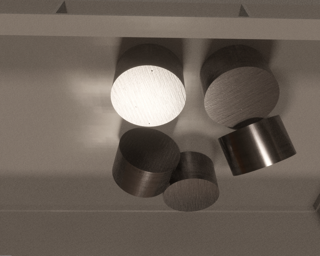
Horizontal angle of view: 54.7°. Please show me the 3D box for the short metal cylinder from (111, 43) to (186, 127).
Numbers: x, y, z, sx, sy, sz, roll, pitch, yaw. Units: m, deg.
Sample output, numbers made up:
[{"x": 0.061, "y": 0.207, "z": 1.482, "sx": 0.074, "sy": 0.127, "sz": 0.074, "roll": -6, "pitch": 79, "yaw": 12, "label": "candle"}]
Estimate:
[{"x": -0.013, "y": -0.048, "z": 0.352, "sx": 0.081, "sy": 0.050, "sz": 0.079, "roll": 0, "pitch": 130, "yaw": 0, "label": "short metal cylinder"}]

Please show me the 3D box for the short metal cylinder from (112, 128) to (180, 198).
[{"x": -0.019, "y": 0.045, "z": 0.411, "sx": 0.081, "sy": 0.080, "sz": 0.050, "roll": 12, "pitch": 129, "yaw": -10, "label": "short metal cylinder"}]

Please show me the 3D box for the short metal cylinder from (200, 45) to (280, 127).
[{"x": 0.088, "y": -0.047, "z": 0.354, "sx": 0.081, "sy": 0.050, "sz": 0.079, "roll": 0, "pitch": 130, "yaw": 0, "label": "short metal cylinder"}]

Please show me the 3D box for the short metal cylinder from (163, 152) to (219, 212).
[{"x": 0.044, "y": 0.081, "z": 0.460, "sx": 0.081, "sy": 0.050, "sz": 0.079, "roll": -2, "pitch": 132, "yaw": -1, "label": "short metal cylinder"}]

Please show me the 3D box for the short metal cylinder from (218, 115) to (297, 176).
[{"x": 0.119, "y": 0.022, "z": 0.386, "sx": 0.080, "sy": 0.050, "sz": 0.080, "roll": -21, "pitch": 172, "yaw": -3, "label": "short metal cylinder"}]
